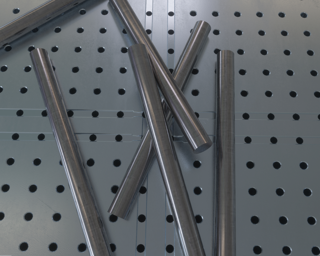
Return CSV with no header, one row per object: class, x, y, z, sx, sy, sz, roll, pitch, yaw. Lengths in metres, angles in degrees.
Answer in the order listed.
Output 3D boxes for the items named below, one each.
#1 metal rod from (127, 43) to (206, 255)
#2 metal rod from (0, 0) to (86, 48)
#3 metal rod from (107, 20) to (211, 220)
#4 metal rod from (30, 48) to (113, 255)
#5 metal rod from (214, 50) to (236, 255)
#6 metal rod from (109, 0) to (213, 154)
metal rod,0.009,0.037,0.377,0.025,0.025,0.299,-15,79,-5
metal rod,-0.158,-0.189,0.480,0.301,0.025,0.025,-35,74,-12
metal rod,0.007,-0.024,0.420,0.025,0.025,0.300,22,71,8
metal rod,-0.120,0.023,0.402,0.025,0.025,0.299,-21,71,-7
metal rod,0.084,0.034,0.399,0.025,0.025,0.299,4,70,1
metal rod,-0.012,-0.096,0.427,0.025,0.025,0.299,-24,64,-8
